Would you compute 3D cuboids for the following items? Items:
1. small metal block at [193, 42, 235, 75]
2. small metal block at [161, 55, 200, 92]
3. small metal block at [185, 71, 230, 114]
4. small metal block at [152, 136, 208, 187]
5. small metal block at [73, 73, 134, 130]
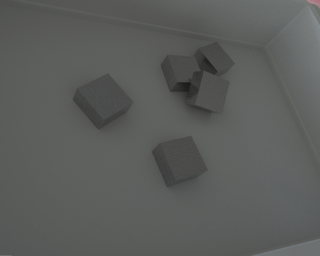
[{"bbox_3d":[0.090,-0.113,0.523,0.050,0.025,0.050,-29,78,-37],"label":"small metal block"},{"bbox_3d":[0.035,-0.083,0.475,0.050,0.025,0.050,-4,64,-30],"label":"small metal block"},{"bbox_3d":[0.070,-0.052,0.456,0.050,0.025,0.050,16,87,-30],"label":"small metal block"},{"bbox_3d":[0.025,0.042,0.393,0.050,0.025,0.050,-12,68,-33],"label":"small metal block"},{"bbox_3d":[-0.071,-0.034,0.388,0.050,0.025,0.050,49,51,6],"label":"small metal block"}]
